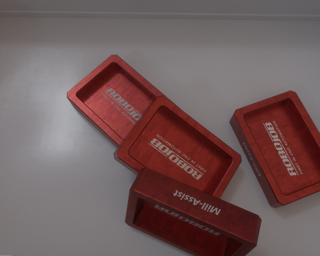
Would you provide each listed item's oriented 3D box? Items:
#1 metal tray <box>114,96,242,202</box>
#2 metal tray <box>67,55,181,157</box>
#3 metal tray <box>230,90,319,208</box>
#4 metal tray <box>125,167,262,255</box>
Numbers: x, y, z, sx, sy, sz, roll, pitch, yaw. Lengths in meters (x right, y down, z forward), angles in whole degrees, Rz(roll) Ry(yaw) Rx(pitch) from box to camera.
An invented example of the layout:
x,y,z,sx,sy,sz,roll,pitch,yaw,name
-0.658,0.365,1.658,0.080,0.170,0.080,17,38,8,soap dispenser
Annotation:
x,y,z,sx,sy,sz,roll,pitch,yaw,name
0.023,0.035,0.371,0.130,0.030,0.090,37,73,-8,metal tray
-0.047,-0.028,0.416,0.130,0.030,0.090,42,75,13,metal tray
0.159,0.025,0.398,0.091,0.030,0.130,-19,71,-7,metal tray
0.029,0.101,0.335,0.130,0.089,0.030,22,51,8,metal tray
